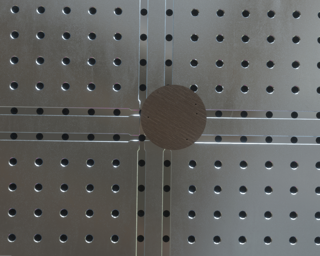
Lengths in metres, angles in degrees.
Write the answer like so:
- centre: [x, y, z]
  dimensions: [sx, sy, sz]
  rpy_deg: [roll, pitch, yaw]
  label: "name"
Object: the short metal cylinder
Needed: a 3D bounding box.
- centre: [0.016, -0.013, 0.401]
  dimensions: [0.081, 0.050, 0.079]
  rpy_deg: [0, 90, -1]
  label: "short metal cylinder"
